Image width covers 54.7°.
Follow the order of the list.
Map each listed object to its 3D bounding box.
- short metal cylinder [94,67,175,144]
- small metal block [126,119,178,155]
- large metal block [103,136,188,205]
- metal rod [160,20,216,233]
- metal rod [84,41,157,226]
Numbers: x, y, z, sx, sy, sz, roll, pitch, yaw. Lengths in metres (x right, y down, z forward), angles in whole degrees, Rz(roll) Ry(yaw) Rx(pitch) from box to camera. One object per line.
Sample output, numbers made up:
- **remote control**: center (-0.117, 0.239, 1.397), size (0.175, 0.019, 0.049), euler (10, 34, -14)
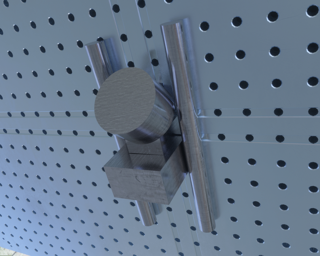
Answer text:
- **short metal cylinder**: center (-0.030, -0.025, 0.368), size (0.080, 0.050, 0.080), euler (-8, 71, 25)
- **small metal block**: center (-0.010, 0.010, 0.406), size (0.050, 0.050, 0.025), euler (1, 119, 27)
- **large metal block**: center (-0.013, 0.051, 0.411), size (0.080, 0.080, 0.050), euler (1, 119, 28)
- **metal rod**: center (0.042, 0.017, 0.400), size (0.025, 0.025, 0.298), euler (2, 119, 27)
- **metal rod**: center (-0.050, 0.024, 0.452), size (0.025, 0.025, 0.298), euler (1, 119, 28)
